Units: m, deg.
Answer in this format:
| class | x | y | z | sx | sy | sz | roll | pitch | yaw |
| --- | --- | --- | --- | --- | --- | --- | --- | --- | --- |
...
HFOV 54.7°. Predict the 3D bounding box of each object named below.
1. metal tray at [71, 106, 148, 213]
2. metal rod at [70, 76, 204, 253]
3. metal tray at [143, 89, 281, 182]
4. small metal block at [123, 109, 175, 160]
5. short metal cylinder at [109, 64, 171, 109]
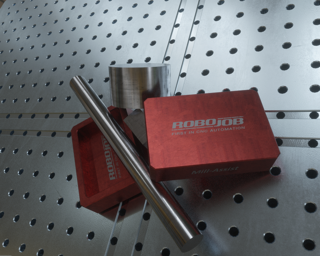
| class | x | y | z | sx | sy | sz | roll | pitch | yaw |
| --- | --- | --- | --- | --- | --- | --- | --- | --- | --- |
| metal tray | -0.067 | 0.035 | 0.414 | 0.090 | 0.030 | 0.130 | -28 | 52 | 10 |
| metal rod | -0.048 | 0.019 | 0.378 | 0.025 | 0.025 | 0.300 | -41 | 51 | 0 |
| metal tray | 0.051 | 0.006 | 0.337 | 0.131 | 0.030 | 0.090 | -5 | 56 | -4 |
| small metal block | -0.013 | 0.008 | 0.388 | 0.025 | 0.050 | 0.050 | -42 | 51 | 0 |
| short metal cylinder | -0.026 | -0.058 | 0.409 | 0.080 | 0.081 | 0.050 | 9 | 108 | 32 |
